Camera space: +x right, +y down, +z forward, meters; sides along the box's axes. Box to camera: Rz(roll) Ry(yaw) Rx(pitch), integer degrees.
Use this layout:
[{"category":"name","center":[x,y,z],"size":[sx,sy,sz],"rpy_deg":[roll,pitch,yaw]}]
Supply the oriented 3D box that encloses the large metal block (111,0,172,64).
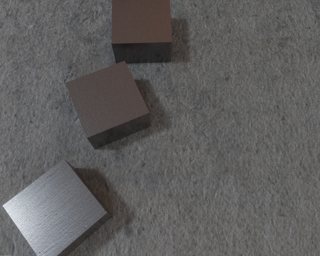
[{"category":"large metal block","center":[-0.025,-0.142,0.446],"size":[0.081,0.050,0.080],"rpy_deg":[-2,70,-1]}]

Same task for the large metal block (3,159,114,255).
[{"category":"large metal block","center":[-0.114,0.096,0.358],"size":[0.080,0.050,0.080],"rpy_deg":[-39,75,-13]}]

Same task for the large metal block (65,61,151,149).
[{"category":"large metal block","center":[-0.066,-0.029,0.405],"size":[0.080,0.050,0.080],"rpy_deg":[-23,72,-9]}]
